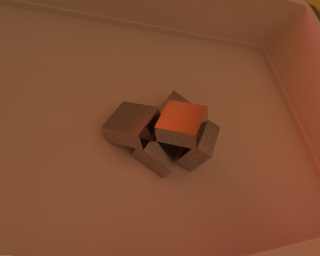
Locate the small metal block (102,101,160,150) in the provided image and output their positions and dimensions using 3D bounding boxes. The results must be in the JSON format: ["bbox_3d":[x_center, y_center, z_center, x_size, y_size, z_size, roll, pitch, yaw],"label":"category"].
[{"bbox_3d":[-0.033,-0.004,0.374,0.050,0.025,0.050,11,46,25],"label":"small metal block"}]

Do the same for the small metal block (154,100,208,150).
[{"bbox_3d":[0.027,-0.005,0.375,0.050,0.025,0.050,11,49,19],"label":"small metal block"}]

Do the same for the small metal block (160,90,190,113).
[{"bbox_3d":[0.023,-0.016,0.427,0.050,0.025,0.050,36,51,-4],"label":"small metal block"}]

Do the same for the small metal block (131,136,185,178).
[{"bbox_3d":[0.000,0.026,0.389,0.050,0.025,0.050,36,51,-4],"label":"small metal block"}]

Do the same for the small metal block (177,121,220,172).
[{"bbox_3d":[0.049,0.022,0.402,0.025,0.050,0.050,31,52,-9],"label":"small metal block"}]
